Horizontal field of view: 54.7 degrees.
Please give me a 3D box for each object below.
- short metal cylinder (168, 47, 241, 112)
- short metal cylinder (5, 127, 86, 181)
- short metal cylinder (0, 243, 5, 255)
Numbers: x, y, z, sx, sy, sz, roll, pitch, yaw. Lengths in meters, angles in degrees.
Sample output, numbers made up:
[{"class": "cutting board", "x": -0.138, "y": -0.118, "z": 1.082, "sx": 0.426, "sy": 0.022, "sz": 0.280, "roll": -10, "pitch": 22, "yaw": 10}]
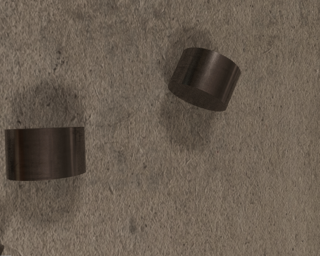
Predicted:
[{"class": "short metal cylinder", "x": 0.057, "y": -0.061, "z": 0.402, "sx": 0.080, "sy": 0.080, "sz": 0.050, "roll": 26, "pitch": 81, "yaw": -19}, {"class": "short metal cylinder", "x": -0.122, "y": 0.025, "z": 0.335, "sx": 0.081, "sy": 0.080, "sz": 0.050, "roll": -2, "pitch": 91, "yaw": -20}, {"class": "short metal cylinder", "x": -0.202, "y": 0.144, "z": 0.305, "sx": 0.050, "sy": 0.080, "sz": 0.080, "roll": 35, "pitch": 79, "yaw": -17}]
